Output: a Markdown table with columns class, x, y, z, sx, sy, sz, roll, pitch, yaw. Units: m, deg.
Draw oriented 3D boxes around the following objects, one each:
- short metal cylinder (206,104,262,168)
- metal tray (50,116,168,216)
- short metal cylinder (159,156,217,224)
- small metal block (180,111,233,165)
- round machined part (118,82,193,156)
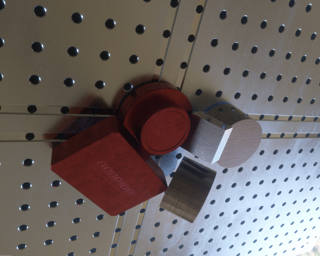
| class | x | y | z | sx | sy | sz | roll | pitch | yaw |
| --- | --- | --- | --- | --- | --- | --- | --- | --- | --- |
| short metal cylinder | 0.100 | 0.011 | 0.452 | 0.081 | 0.050 | 0.079 | -14 | 124 | -21 |
| metal tray | -0.059 | 0.054 | 0.389 | 0.090 | 0.030 | 0.130 | -29 | 130 | 9 |
| short metal cylinder | 0.040 | 0.086 | 0.438 | 0.050 | 0.080 | 0.079 | 26 | 110 | 8 |
| small metal block | 0.060 | 0.012 | 0.407 | 0.025 | 0.050 | 0.050 | -15 | 129 | -55 |
| round machined part | -0.001 | -0.005 | 0.391 | 0.099 | 0.042 | 0.097 | -14 | 124 | -21 |
